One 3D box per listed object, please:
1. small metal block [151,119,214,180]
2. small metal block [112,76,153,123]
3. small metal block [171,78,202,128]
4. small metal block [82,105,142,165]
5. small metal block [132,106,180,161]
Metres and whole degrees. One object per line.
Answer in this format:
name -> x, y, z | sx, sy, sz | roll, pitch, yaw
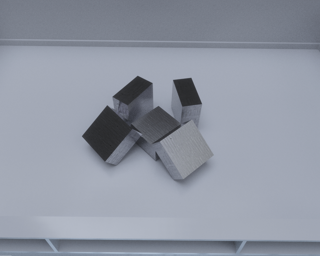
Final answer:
small metal block -> 0.027, 0.026, 0.365 | 0.050, 0.025, 0.050 | -34, 95, -26
small metal block -> -0.034, -0.033, 0.413 | 0.025, 0.050, 0.050 | 29, 56, 22
small metal block -> 0.034, -0.030, 0.412 | 0.025, 0.050, 0.050 | -8, 50, -8
small metal block -> -0.059, 0.009, 0.380 | 0.050, 0.025, 0.050 | 41, 94, 29
small metal block -> -0.004, 0.006, 0.397 | 0.050, 0.025, 0.050 | -35, 58, -26
